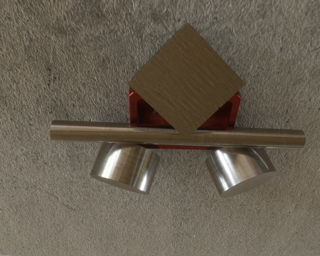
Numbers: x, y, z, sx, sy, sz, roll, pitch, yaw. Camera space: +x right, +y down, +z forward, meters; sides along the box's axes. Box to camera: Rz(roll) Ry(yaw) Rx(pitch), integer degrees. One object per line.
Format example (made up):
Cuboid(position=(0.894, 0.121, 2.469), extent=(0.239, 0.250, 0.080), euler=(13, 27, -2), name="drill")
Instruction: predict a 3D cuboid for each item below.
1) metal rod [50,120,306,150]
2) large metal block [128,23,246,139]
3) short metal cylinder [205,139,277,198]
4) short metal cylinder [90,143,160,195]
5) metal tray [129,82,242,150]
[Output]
Cuboid(position=(0.023, 0.009, 0.377), extent=(0.302, 0.025, 0.025), euler=(2, 130, -2), name="metal rod")
Cuboid(position=(0.026, -0.050, 0.322), extent=(0.080, 0.050, 0.080), euler=(43, 102, -12), name="large metal block")
Cuboid(position=(0.108, 0.054, 0.418), extent=(0.081, 0.050, 0.080), euler=(-17, 154, -8), name="short metal cylinder")
Cuboid(position=(-0.046, 0.052, 0.412), extent=(0.080, 0.050, 0.080), euler=(16, 162, 6), name="short metal cylinder")
Cuboid(position=(0.028, -0.015, 0.394), extent=(0.131, 0.030, 0.089), euler=(1, 130, -2), name="metal tray")
